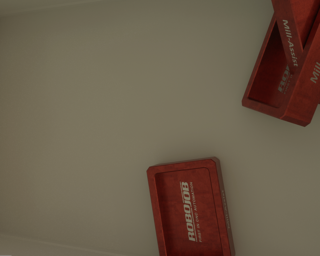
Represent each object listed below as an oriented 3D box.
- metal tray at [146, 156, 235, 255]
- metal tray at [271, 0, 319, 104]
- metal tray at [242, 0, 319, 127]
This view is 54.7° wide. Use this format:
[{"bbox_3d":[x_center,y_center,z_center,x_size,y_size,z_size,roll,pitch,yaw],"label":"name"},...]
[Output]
[{"bbox_3d":[0.039,0.107,0.393,0.090,0.030,0.129,-10,87,19],"label":"metal tray"},{"bbox_3d":[0.168,-0.100,0.304,0.090,0.030,0.129,-24,108,-6],"label":"metal tray"},{"bbox_3d":[0.138,-0.074,0.323,0.030,0.090,0.129,16,99,-15],"label":"metal tray"}]
